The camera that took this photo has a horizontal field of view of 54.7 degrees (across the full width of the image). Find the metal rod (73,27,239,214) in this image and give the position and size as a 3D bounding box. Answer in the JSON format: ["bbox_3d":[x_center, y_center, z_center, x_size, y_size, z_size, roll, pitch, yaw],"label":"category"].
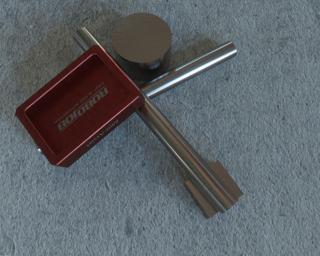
[{"bbox_3d":[-0.015,-0.020,0.390,0.025,0.025,0.300,-37,75,-13],"label":"metal rod"}]

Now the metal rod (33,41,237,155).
[{"bbox_3d":[-0.026,-0.046,0.426,0.302,0.025,0.025,-28,73,-10],"label":"metal rod"}]

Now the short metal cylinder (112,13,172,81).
[{"bbox_3d":[-0.024,-0.113,0.436,0.081,0.050,0.080,0,70,0],"label":"short metal cylinder"}]

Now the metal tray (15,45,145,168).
[{"bbox_3d":[-0.096,-0.026,0.374,0.130,0.030,0.090,-40,74,-2],"label":"metal tray"}]

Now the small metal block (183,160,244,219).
[{"bbox_3d":[0.065,0.076,0.382,0.050,0.025,0.050,-32,73,-11],"label":"small metal block"}]
